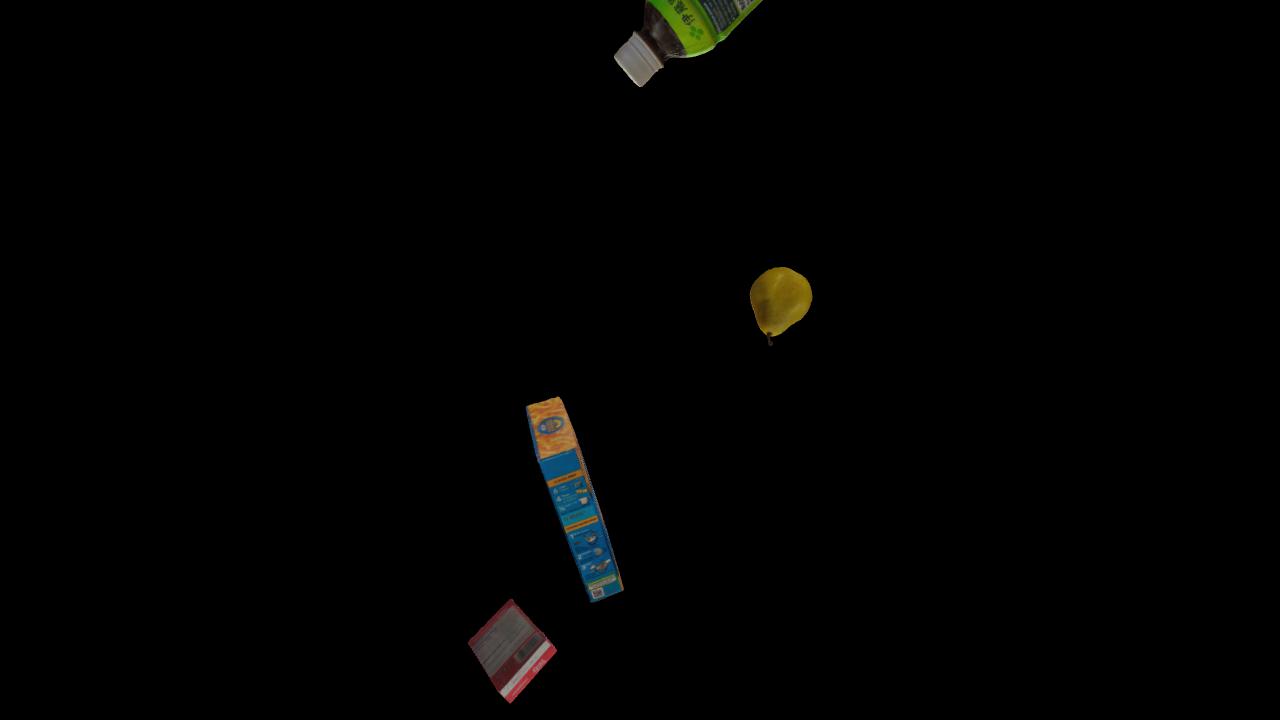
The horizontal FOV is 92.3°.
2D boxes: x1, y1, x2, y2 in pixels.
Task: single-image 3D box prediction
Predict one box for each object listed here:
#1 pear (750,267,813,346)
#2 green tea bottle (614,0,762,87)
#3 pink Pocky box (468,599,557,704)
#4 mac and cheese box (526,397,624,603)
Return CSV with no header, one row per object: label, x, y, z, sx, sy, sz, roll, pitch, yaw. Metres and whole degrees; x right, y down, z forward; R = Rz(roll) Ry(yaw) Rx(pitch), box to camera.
pear,0.173,-0.066,0.799,0.080,0.111,0.080,27,-26,15
green tea bottle,0.066,-0.289,0.450,0.212,0.073,0.073,-41,-10,12
pink Pocky box,-0.177,0.392,0.842,0.084,0.029,0.155,-43,20,-23
mac and cheese box,-0.063,0.136,0.598,0.041,0.184,0.093,-17,30,-7
